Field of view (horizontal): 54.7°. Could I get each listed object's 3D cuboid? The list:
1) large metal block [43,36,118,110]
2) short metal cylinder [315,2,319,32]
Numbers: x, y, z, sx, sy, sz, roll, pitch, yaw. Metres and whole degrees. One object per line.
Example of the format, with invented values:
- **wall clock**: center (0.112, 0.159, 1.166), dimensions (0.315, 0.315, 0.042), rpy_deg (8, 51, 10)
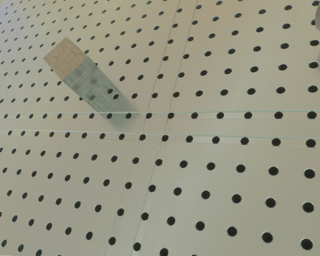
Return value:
- **large metal block**: center (-0.125, -0.086, 0.489), dimensions (0.050, 0.080, 0.080), rpy_deg (-45, 51, -3)
- **short metal cylinder**: center (0.221, -0.132, 0.338), dimensions (0.080, 0.080, 0.050), rpy_deg (-40, 51, 1)
